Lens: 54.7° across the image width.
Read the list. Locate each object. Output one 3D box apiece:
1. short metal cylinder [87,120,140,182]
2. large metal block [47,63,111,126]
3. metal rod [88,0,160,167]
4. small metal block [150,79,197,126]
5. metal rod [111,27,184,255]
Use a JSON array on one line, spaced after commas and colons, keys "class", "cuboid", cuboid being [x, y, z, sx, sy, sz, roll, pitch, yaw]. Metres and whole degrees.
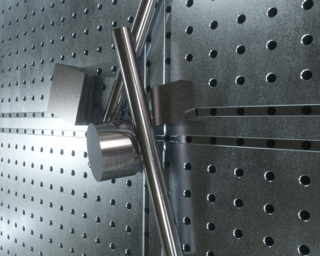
[{"class": "short metal cylinder", "cuboid": [-0.066, 0.030, 0.426, 0.080, 0.050, 0.079, 26, 119, 60]}, {"class": "large metal block", "cuboid": [-0.132, -0.054, 0.499, 0.080, 0.050, 0.079, 23, 105, 37]}, {"class": "metal rod", "cuboid": [-0.051, -0.073, 0.449, 0.025, 0.025, 0.298, 33, 110, 35]}, {"class": "small metal block", "cuboid": [0.016, -0.030, 0.394, 0.050, 0.025, 0.050, -10, 84, 39]}, {"class": "metal rod", "cuboid": [-0.016, 0.020, 0.395, 0.025, 0.025, 0.298, -14, 89, 39]}]
